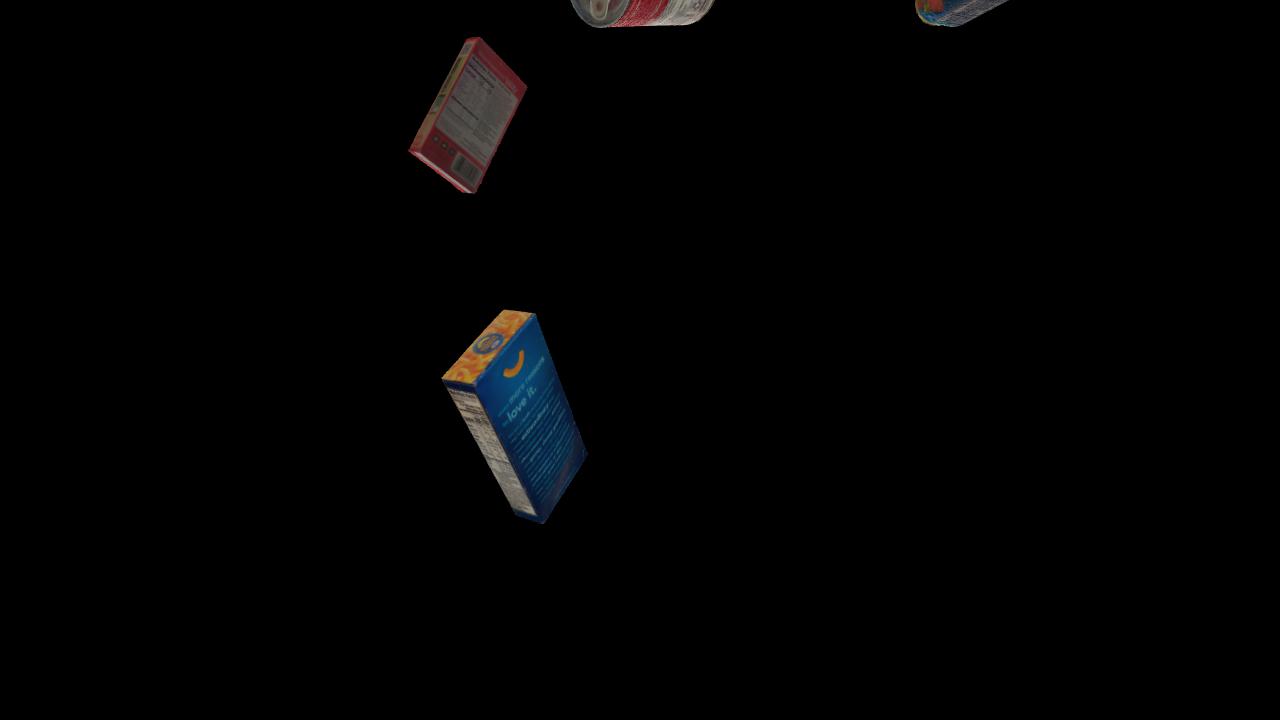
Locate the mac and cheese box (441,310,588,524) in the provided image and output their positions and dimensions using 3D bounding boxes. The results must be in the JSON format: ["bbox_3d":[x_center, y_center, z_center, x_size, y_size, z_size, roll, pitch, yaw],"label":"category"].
[{"bbox_3d":[-0.104,0.055,0.554,0.041,0.184,0.093,10,45,26],"label":"mac and cheese box"}]

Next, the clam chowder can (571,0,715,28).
[{"bbox_3d":[0.005,-0.286,0.458,0.068,0.068,0.102,0,21,47],"label":"clam chowder can"}]

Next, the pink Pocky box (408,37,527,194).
[{"bbox_3d":[-0.198,-0.283,0.718,0.029,0.155,0.084,17,-11,38],"label":"pink Pocky box"}]

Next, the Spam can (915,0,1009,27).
[{"bbox_3d":[0.240,-0.298,0.425,0.058,0.101,0.085,-4,9,-12],"label":"Spam can"}]
